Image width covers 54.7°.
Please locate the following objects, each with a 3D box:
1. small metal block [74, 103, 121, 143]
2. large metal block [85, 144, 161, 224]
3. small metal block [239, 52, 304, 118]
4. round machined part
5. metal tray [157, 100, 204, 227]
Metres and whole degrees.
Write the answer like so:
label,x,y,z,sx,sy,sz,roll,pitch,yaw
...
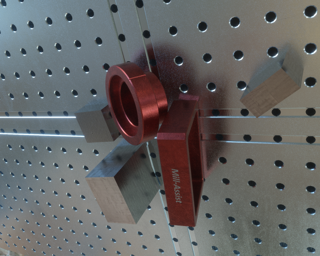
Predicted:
label,x,y,z,sx,sy,sz,roll,pitch,yaw
small metal block,-0.090,-0.007,0.452,0.050,0.025,0.050,-4,117,30
large metal block,-0.050,0.080,0.450,0.050,0.080,0.080,-7,115,31
small metal block,0.112,-0.043,0.309,0.025,0.050,0.050,45,129,-4
round machined part,-0.026,-0.031,0.374,0.098,0.042,0.097,41,141,45
metal tray,0.029,0.042,0.375,0.030,0.090,0.129,0,119,16
